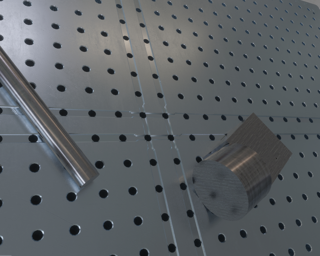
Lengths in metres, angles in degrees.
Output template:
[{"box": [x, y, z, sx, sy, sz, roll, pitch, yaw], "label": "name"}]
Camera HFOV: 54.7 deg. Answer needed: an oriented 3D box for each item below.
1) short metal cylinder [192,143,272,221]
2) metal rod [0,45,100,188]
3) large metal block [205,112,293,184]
[{"box": [0.087, 0.065, 0.380, 0.050, 0.080, 0.080, -27, 77, -37], "label": "short metal cylinder"}, {"box": [-0.170, -0.058, 0.351, 0.025, 0.025, 0.300, -34, 81, -38], "label": "metal rod"}, {"box": [0.126, 0.038, 0.437, 0.080, 0.050, 0.080, 48, 51, 5], "label": "large metal block"}]
